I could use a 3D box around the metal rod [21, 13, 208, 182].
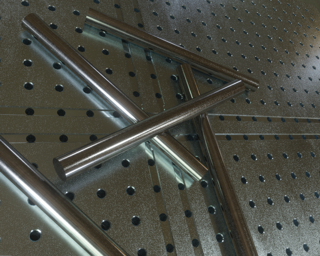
[{"bbox_3d":[-0.058,-0.039,0.401,0.300,0.025,0.025,42,51,0],"label":"metal rod"}]

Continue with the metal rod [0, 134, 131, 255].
[{"bbox_3d":[-0.078,0.099,0.306,0.300,0.025,0.025,43,51,1],"label":"metal rod"}]

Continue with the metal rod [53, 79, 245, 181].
[{"bbox_3d":[0.012,-0.011,0.389,0.302,0.025,0.025,-25,76,-37],"label":"metal rod"}]

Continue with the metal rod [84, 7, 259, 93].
[{"bbox_3d":[0.030,-0.119,0.498,0.302,0.025,0.025,19,55,-18],"label":"metal rod"}]

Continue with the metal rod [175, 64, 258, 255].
[{"bbox_3d":[0.073,0.039,0.425,0.025,0.025,0.299,-1,62,-29],"label":"metal rod"}]
